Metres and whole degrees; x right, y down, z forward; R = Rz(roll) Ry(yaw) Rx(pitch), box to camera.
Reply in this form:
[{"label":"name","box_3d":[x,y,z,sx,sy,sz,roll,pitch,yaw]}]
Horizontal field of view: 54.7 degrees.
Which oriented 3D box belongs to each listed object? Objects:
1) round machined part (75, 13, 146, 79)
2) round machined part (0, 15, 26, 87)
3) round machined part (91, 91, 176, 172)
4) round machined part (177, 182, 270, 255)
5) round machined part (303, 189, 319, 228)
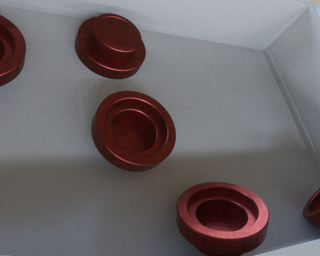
[{"label":"round machined part","box_3d":[-0.065,-0.120,0.433,0.099,0.042,0.098,14,56,-21]},{"label":"round machined part","box_3d":[-0.201,-0.081,0.336,0.099,0.042,0.098,14,56,-21]},{"label":"round machined part","box_3d":[-0.034,0.007,0.372,0.099,0.042,0.098,14,56,-21]},{"label":"round machined part","box_3d":[0.068,0.105,0.345,0.099,0.042,0.098,0,24,0]},{"label":"round machined part","box_3d":[0.250,0.104,0.427,0.042,0.097,0.099,45,51,13]}]
